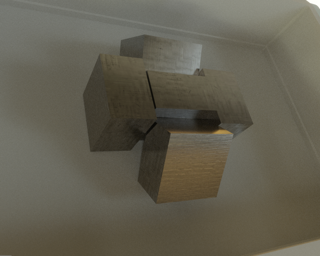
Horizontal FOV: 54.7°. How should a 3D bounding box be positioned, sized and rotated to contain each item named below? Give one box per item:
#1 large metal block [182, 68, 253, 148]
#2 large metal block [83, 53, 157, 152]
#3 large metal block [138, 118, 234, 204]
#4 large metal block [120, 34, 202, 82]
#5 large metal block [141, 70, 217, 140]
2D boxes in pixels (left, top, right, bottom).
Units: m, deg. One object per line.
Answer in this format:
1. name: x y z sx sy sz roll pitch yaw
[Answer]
1. large metal block: 0.068 -0.022 0.419 0.050 0.080 0.080 1 62 -28
2. large metal block: -0.050 -0.026 0.357 0.050 0.080 0.080 1 62 -28
3. large metal block: 0.027 0.035 0.353 0.081 0.079 0.050 1 19 -29
4. large metal block: -0.003 -0.089 0.414 0.081 0.080 0.050 2 99 -28
5. large metal block: 0.010 -0.024 0.389 0.081 0.080 0.050 1 62 -28
